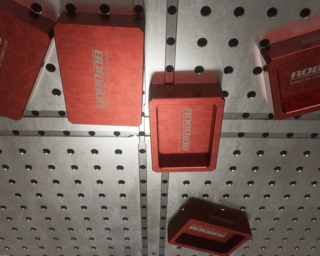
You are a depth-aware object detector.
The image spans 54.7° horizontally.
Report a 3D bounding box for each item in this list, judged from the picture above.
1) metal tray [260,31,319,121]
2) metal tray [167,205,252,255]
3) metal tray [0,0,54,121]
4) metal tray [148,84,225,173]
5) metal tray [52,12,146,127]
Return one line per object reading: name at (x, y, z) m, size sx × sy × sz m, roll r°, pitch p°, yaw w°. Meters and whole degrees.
metal tray at (0.190, -0.066, 0.355) m, size 0.130 × 0.030 × 0.090 m, roll -15°, pitch 129°, yaw 12°
metal tray at (0.091, 0.193, 0.574) m, size 0.131 × 0.030 × 0.089 m, roll 20°, pitch 127°, yaw -17°
metal tray at (-0.179, -0.076, 0.341) m, size 0.090 × 0.030 × 0.129 m, roll 24°, pitch 126°, yaw -20°
metal tray at (0.033, 0.005, 0.412) m, size 0.091 × 0.030 × 0.129 m, roll -1°, pitch 130°, yaw 0°
metal tray at (-0.064, -0.061, 0.355) m, size 0.091 × 0.030 × 0.129 m, roll 2°, pitch 130°, yaw -3°
